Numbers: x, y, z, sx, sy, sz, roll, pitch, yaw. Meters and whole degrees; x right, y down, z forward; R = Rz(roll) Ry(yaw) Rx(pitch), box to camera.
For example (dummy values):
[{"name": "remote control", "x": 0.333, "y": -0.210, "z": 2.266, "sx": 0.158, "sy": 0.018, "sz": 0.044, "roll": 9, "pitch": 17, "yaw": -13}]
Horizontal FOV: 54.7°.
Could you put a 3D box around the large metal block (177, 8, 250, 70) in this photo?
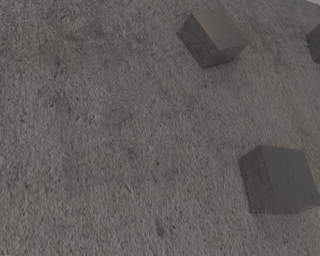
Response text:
[{"name": "large metal block", "x": 0.091, "y": -0.153, "z": 0.530, "sx": 0.081, "sy": 0.050, "sz": 0.080, "roll": -22, "pitch": 74, "yaw": -36}]

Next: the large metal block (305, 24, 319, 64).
[{"name": "large metal block", "x": 0.384, "y": -0.197, "z": 0.695, "sx": 0.050, "sy": 0.080, "sz": 0.080, "roll": 16, "pitch": 55, "yaw": -19}]

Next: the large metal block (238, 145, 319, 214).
[{"name": "large metal block", "x": 0.165, "y": 0.074, "z": 0.431, "sx": 0.081, "sy": 0.050, "sz": 0.080, "roll": 8, "pitch": 58, "yaw": -24}]
